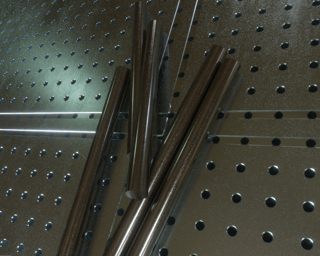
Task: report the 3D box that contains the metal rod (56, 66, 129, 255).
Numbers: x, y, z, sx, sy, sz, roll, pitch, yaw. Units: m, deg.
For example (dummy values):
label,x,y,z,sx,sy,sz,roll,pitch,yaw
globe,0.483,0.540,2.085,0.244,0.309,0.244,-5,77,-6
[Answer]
label,x,y,z,sx,sy,sz,roll,pitch,yaw
metal rod,-0.087,0.041,0.426,0.025,0.025,0.299,-2,61,27

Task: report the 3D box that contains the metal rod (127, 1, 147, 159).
label,x,y,z,sx,sy,sz,roll,pitch,yaw
metal rod,-0.033,-0.091,0.479,0.025,0.025,0.299,-14,56,20

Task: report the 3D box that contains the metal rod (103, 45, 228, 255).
label,x,y,z,sx,sy,sz,roll,pitch,yaw
metal rod,0.015,0.020,0.386,0.025,0.025,0.300,16,70,34

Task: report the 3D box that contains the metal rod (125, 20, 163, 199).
label,x,y,z,sx,sy,sz,roll,pitch,yaw
metal rod,-0.017,-0.048,0.427,0.025,0.025,0.300,-12,51,21

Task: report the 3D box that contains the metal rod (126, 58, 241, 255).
label,x,y,z,sx,sy,sz,roll,pitch,yaw
metal rod,0.028,0.042,0.366,0.025,0.025,0.300,16,70,34
